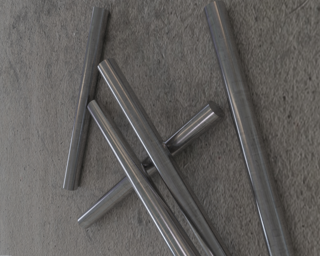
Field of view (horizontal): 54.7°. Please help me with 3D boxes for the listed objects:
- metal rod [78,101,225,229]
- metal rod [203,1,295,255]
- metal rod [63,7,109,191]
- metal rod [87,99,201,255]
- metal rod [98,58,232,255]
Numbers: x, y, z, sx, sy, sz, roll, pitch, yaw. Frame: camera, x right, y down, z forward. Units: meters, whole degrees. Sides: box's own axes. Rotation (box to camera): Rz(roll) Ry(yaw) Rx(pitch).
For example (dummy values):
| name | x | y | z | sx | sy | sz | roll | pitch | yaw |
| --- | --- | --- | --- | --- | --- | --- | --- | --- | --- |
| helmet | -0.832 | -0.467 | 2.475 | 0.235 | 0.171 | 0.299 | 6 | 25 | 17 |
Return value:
| name | x | y | z | sx | sy | sz | roll | pitch | yaw |
| --- | --- | --- | --- | --- | --- | --- | --- | --- | --- |
| metal rod | -0.029 | 0.066 | 0.429 | 0.299 | 0.025 | 0.025 | -43 | 64 | 31 |
| metal rod | 0.094 | 0.006 | 0.327 | 0.025 | 0.025 | 0.299 | -20 | 77 | 38 |
| metal rod | -0.122 | -0.041 | 0.506 | 0.025 | 0.025 | 0.298 | 20 | 103 | 38 |
| metal rod | -0.030 | 0.058 | 0.393 | 0.300 | 0.025 | 0.025 | 52 | 121 | 39 |
| metal rod | 0.006 | 0.043 | 0.369 | 0.025 | 0.025 | 0.299 | -39 | 76 | 33 |
